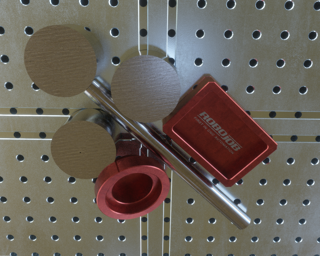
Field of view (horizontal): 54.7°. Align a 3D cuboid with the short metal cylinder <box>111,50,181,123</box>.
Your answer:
[{"bbox_3d":[-0.016,-0.052,0.380,0.081,0.050,0.079,0,110,0],"label":"short metal cylinder"}]

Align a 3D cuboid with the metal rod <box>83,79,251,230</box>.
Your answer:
[{"bbox_3d":[0.019,0.044,0.430,0.300,0.025,0.025,42,105,-14],"label":"metal rod"}]

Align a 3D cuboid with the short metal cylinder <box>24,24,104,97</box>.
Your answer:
[{"bbox_3d":[-0.111,-0.082,0.369,0.081,0.050,0.079,0,110,0],"label":"short metal cylinder"}]

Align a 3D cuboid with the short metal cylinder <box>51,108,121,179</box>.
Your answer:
[{"bbox_3d":[-0.094,0.020,0.406,0.081,0.050,0.079,0,110,0],"label":"short metal cylinder"}]

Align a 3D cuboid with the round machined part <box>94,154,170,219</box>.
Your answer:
[{"bbox_3d":[-0.039,0.075,0.420,0.099,0.042,0.097,-11,127,-15],"label":"round machined part"}]

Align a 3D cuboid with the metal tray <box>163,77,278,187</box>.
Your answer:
[{"bbox_3d":[0.078,0.008,0.413,0.130,0.030,0.090,42,105,-14],"label":"metal tray"}]
